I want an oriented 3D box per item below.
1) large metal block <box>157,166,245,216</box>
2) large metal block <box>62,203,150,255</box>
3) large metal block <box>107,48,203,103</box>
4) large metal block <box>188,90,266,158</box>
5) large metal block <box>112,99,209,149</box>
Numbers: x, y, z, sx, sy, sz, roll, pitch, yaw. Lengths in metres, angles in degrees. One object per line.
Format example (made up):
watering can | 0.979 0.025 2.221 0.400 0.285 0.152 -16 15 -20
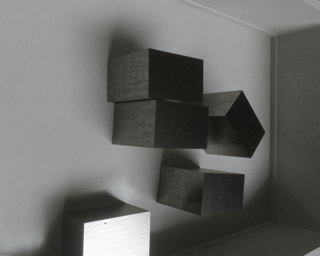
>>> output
large metal block | 0.055 0.081 0.417 0.081 0.080 0.050 9 85 -40
large metal block | -0.059 0.132 0.341 0.081 0.050 0.080 2 89 -40
large metal block | -0.006 -0.055 0.365 0.081 0.080 0.050 0 90 -40
large metal block | 0.091 -0.005 0.447 0.050 0.080 0.080 -52 121 -27
large metal block | 0.000 -0.002 0.371 0.081 0.080 0.050 4 88 -40
